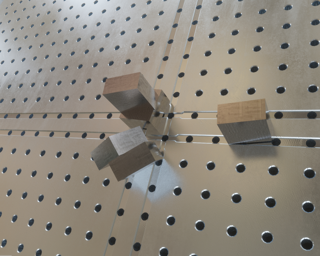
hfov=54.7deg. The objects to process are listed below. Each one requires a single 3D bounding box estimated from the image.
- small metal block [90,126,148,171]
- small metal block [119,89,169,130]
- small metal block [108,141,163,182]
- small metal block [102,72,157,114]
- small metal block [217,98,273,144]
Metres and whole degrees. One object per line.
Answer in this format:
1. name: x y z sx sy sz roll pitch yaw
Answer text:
1. small metal block: -0.050 0.025 0.387 0.050 0.050 0.025 -37 79 43
2. small metal block: -0.022 -0.028 0.435 0.050 0.025 0.050 7 65 31
3. small metal block: -0.028 0.040 0.377 0.050 0.050 0.025 -30 82 8
4. small metal block: -0.038 -0.044 0.406 0.050 0.050 0.025 -7 59 24
5. small metal block: 0.095 -0.006 0.345 0.050 0.050 0.025 -6 59 25
